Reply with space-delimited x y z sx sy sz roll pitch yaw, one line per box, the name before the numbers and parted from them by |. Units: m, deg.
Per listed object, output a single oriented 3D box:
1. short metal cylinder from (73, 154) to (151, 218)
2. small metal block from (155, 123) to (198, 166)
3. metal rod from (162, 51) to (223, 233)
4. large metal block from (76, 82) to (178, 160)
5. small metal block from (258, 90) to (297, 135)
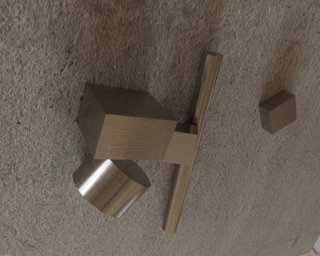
short metal cylinder | -0.058 0.062 0.379 0.050 0.080 0.080 -47 130 5
small metal block | 0.023 0.021 0.418 0.050 0.025 0.050 9 119 5
metal rod | 0.041 0.037 0.454 0.025 0.025 0.298 -4 120 -27
large metal block | -0.040 -0.007 0.346 0.081 0.080 0.050 5 116 -31
small metal block | 0.190 -0.025 0.498 0.050 0.025 0.050 -30 129 -9
